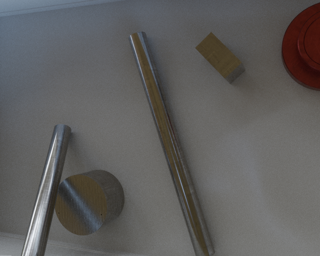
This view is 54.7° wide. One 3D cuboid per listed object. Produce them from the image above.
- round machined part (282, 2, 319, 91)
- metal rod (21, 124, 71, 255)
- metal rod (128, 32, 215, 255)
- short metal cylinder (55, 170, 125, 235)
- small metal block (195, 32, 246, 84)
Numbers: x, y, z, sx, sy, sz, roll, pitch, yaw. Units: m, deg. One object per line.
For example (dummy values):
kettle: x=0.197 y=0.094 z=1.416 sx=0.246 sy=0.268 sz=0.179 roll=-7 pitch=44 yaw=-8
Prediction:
round machined part: x=0.185 y=-0.091 z=0.336 sx=0.098 sy=0.042 sz=0.097 roll=0 pitch=90 yaw=19
metal rod: x=-0.146 y=0.122 z=0.373 sx=0.025 sy=0.025 sz=0.300 roll=-15 pitch=51 yaw=19
metal rod: x=0.013 y=0.017 z=0.405 sx=0.025 sy=0.025 sz=0.299 roll=-19 pitch=84 yaw=18
short metal cylinder: x=-0.097 y=0.101 z=0.430 sx=0.080 sy=0.050 sz=0.079 roll=0 pitch=90 yaw=19
small metal block: x=0.074 y=-0.082 z=0.371 sx=0.025 sy=0.050 sz=0.050 roll=-44 pitch=77 yaw=15
